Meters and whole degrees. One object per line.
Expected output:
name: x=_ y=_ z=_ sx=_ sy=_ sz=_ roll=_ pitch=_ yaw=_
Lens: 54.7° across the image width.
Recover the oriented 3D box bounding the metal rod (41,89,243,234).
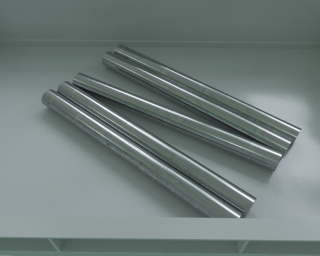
metal rod: x=-0.039 y=0.028 z=0.380 sx=0.300 sy=0.025 sz=0.025 roll=31 pitch=57 yaw=23

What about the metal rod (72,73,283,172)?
metal rod: x=0.010 y=-0.015 z=0.416 sx=0.301 sy=0.025 sz=0.025 roll=23 pitch=54 yaw=18

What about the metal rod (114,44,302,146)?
metal rod: x=0.054 y=-0.057 z=0.451 sx=0.300 sy=0.025 sz=0.025 roll=30 pitch=56 yaw=22

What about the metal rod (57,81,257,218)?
metal rod: x=-0.021 y=0.015 z=0.391 sx=0.300 sy=0.025 sz=0.025 roll=31 pitch=57 yaw=23

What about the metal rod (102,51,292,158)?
metal rod: x=0.036 y=-0.042 z=0.439 sx=0.300 sy=0.025 sz=0.025 roll=30 pitch=56 yaw=22
